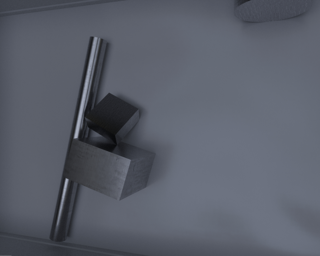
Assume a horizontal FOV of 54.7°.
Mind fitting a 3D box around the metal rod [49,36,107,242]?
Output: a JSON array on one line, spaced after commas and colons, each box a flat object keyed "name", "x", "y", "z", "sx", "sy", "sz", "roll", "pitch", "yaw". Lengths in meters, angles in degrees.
[{"name": "metal rod", "x": -0.120, "y": 0.019, "z": 0.451, "sx": 0.025, "sy": 0.025, "sz": 0.298, "roll": 14, "pitch": 95, "yaw": 19}]

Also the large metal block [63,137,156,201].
[{"name": "large metal block", "x": -0.062, "y": 0.048, "z": 0.402, "sx": 0.080, "sy": 0.080, "sz": 0.050, "roll": 18, "pitch": 96, "yaw": 18}]

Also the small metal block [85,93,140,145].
[{"name": "small metal block", "x": -0.063, "y": -0.013, "z": 0.418, "sx": 0.050, "sy": 0.025, "sz": 0.050, "roll": 30, "pitch": 61, "yaw": 17}]

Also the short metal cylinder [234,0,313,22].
[{"name": "short metal cylinder", "x": 0.122, "y": -0.154, "z": 0.338, "sx": 0.080, "sy": 0.080, "sz": 0.050, "roll": 0, "pitch": 90, "yaw": 19}]
